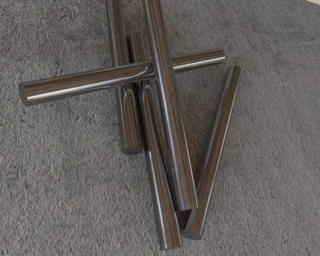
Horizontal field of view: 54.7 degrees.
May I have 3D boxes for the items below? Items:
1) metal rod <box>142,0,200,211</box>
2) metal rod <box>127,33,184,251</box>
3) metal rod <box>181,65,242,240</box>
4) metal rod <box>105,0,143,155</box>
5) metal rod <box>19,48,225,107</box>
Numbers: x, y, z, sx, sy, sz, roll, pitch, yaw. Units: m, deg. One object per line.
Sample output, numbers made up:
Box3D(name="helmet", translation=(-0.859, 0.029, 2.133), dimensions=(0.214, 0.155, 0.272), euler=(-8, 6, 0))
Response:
Box3D(name="metal rod", translation=(0.008, -0.052, 0.382), dimensions=(0.025, 0.025, 0.299), euler=(-1, 74, -29))
Box3D(name="metal rod", translation=(-0.012, -0.002, 0.398), dimensions=(0.025, 0.025, 0.299), euler=(4, 60, -27))
Box3D(name="metal rod", translation=(0.081, 0.011, 0.440), dimensions=(0.025, 0.025, 0.300), euler=(30, 52, -9))
Box3D(name="metal rod", translation=(-0.056, -0.104, 0.436), dimensions=(0.025, 0.025, 0.299), euler=(4, 60, -26))
Box3D(name="metal rod", translation=(-0.023, -0.074, 0.402), dimensions=(0.302, 0.025, 0.025), euler=(-19, 72, -36))
